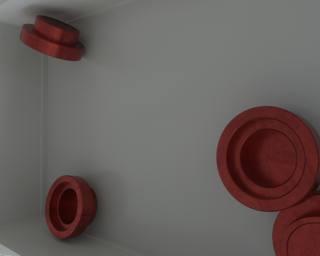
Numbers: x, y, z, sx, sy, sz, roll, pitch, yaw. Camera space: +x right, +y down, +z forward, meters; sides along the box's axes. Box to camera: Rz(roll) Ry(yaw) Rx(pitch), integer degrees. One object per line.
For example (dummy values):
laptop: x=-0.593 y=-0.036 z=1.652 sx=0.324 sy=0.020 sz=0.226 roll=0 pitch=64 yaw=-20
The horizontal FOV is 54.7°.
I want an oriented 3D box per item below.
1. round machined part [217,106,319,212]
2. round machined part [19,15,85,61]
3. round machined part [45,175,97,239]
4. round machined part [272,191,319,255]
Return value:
round machined part: x=0.108 y=0.029 z=0.303 sx=0.098 sy=0.042 sz=0.097 roll=-5 pitch=82 yaw=41
round machined part: x=-0.169 y=-0.148 z=0.499 sx=0.098 sy=0.099 sz=0.042 roll=39 pitch=114 yaw=33
round machined part: x=-0.140 y=0.127 z=0.504 sx=0.098 sy=0.042 sz=0.098 roll=-11 pitch=72 yaw=37
round machined part: x=0.148 y=0.107 z=0.274 sx=0.098 sy=0.042 sz=0.097 roll=0 pitch=90 yaw=40
